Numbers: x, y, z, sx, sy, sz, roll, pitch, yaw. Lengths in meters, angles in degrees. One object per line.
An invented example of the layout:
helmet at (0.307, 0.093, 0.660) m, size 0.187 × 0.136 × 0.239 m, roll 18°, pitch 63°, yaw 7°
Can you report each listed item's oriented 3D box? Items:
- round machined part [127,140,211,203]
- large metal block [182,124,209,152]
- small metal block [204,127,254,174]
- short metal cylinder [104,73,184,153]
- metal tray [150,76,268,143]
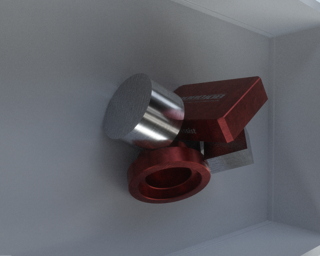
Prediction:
round machined part at (0.009, 0.051, 0.379) m, size 0.098 × 0.098 × 0.042 m, roll 26°, pitch 38°, yaw -38°
large metal block at (0.065, 0.012, 0.435) m, size 0.081 × 0.050 × 0.079 m, roll -18°, pitch 107°, yaw -39°
small metal block at (0.080, 0.022, 0.369) m, size 0.025 × 0.050 × 0.050 m, roll 58°, pitch 25°, yaw -33°
short metal cylinder at (-0.019, -0.015, 0.354) m, size 0.050 × 0.080 × 0.080 m, roll 29°, pitch 72°, yaw -37°
metal tray at (0.052, -0.023, 0.381) m, size 0.090 × 0.130 × 0.030 m, roll -43°, pitch 117°, yaw -32°
